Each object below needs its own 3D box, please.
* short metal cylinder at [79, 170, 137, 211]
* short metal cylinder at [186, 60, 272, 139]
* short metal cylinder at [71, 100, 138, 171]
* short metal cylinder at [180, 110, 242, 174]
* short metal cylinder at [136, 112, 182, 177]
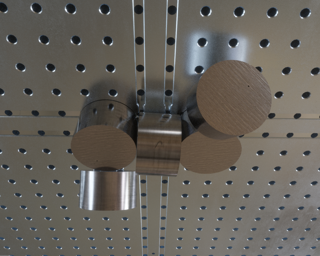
[{"bbox_3d":[-0.073,0.085,0.440,0.081,0.050,0.080,1,174,0],"label":"short metal cylinder"},{"bbox_3d":[0.074,-0.029,0.343,0.081,0.080,0.050,7,171,-6],"label":"short metal cylinder"},{"bbox_3d":[-0.070,0.011,0.402,0.081,0.050,0.079,0,130,0],"label":"short metal cylinder"},{"bbox_3d":[0.062,0.015,0.408,0.081,0.050,0.079,0,130,0],"label":"short metal cylinder"},{"bbox_3d":[-0.003,0.021,0.393,0.050,0.080,0.079,4,130,-4],"label":"short metal cylinder"}]
